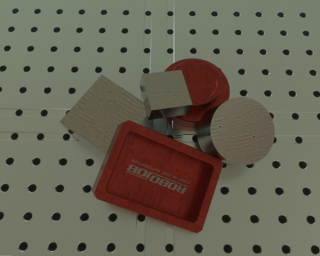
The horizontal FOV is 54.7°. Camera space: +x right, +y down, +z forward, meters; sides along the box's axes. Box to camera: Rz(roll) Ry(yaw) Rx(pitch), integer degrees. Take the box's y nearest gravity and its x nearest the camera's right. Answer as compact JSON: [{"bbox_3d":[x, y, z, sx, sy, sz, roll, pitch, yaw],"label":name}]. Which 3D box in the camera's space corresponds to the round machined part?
[{"bbox_3d":[0.046,-0.054,0.422,0.099,0.042,0.098,0,70,0],"label":"round machined part"}]

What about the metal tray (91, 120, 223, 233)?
[{"bbox_3d":[0.000,0.057,0.358,0.131,0.030,0.090,24,77,-15],"label":"metal tray"}]

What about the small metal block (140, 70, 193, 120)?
[{"bbox_3d":[0.006,-0.041,0.377,0.050,0.025,0.050,-9,67,-15],"label":"small metal block"}]

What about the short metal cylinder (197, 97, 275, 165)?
[{"bbox_3d":[0.092,0.006,0.385,0.081,0.050,0.080,1,84,-11],"label":"short metal cylinder"}]

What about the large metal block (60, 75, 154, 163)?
[{"bbox_3d":[-0.065,-0.008,0.401,0.080,0.050,0.080,34,73,11],"label":"large metal block"}]
